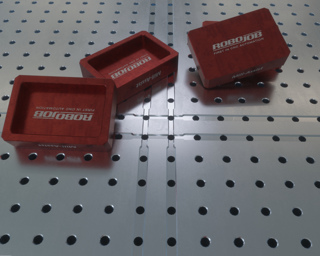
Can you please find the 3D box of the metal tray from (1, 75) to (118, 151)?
[{"bbox_3d":[-0.125,-0.020,0.400,0.131,0.030,0.090,3,71,2],"label":"metal tray"}]

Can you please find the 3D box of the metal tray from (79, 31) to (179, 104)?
[{"bbox_3d":[-0.046,-0.099,0.487,0.131,0.030,0.090,-34,58,-25],"label":"metal tray"}]

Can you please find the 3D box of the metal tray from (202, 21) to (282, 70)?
[{"bbox_3d":[0.136,-0.142,0.524,0.131,0.030,0.090,4,50,3],"label":"metal tray"}]

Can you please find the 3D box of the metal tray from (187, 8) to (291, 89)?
[{"bbox_3d":[0.117,-0.123,0.474,0.131,0.030,0.090,-17,71,0],"label":"metal tray"}]
